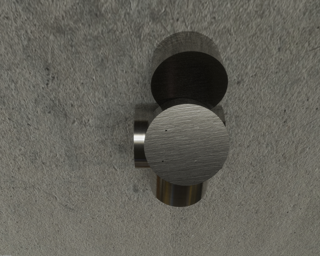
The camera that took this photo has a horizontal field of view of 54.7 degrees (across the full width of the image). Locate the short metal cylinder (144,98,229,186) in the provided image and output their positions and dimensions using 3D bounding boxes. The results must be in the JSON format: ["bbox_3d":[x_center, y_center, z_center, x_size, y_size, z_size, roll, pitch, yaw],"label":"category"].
[{"bbox_3d":[0.025,0.012,0.316,0.081,0.050,0.079,0,102,-1],"label":"short metal cylinder"}]

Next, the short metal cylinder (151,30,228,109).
[{"bbox_3d":[0.031,-0.060,0.343,0.081,0.050,0.079,0,130,0],"label":"short metal cylinder"}]

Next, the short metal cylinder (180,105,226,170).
[{"bbox_3d":[0.048,0.011,0.382,0.050,0.080,0.079,1,130,0],"label":"short metal cylinder"}]

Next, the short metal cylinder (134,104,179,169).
[{"bbox_3d":[-0.004,0.010,0.382,0.050,0.080,0.079,0,130,-1],"label":"short metal cylinder"}]

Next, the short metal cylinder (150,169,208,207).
[{"bbox_3d":[0.027,0.060,0.425,0.081,0.080,0.050,0,130,-1],"label":"short metal cylinder"}]
